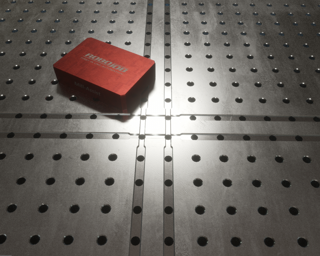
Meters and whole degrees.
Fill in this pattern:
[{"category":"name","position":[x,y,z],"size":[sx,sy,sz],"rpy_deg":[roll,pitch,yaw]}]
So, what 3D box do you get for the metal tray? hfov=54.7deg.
[{"category":"metal tray","position":[-0.084,-0.087,0.477],"size":[0.130,0.030,0.090],"rpy_deg":[24,54,18]}]
